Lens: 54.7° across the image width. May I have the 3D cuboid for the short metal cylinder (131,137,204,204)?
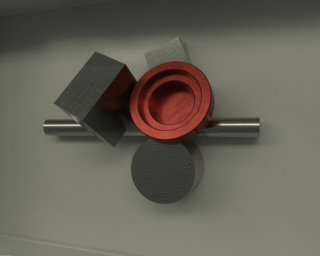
[{"bbox_3d":[0.011,0.050,0.390,0.080,0.050,0.079,0,90,19],"label":"short metal cylinder"}]

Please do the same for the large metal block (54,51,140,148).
[{"bbox_3d":[-0.069,-0.034,0.387,0.050,0.080,0.080,28,76,28],"label":"large metal block"}]

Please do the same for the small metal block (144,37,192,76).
[{"bbox_3d":[0.014,-0.082,0.404,0.050,0.025,0.050,-22,83,18],"label":"small metal block"}]

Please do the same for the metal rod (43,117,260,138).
[{"bbox_3d":[-0.024,-0.001,0.415,0.301,0.025,0.025,0,90,19],"label":"metal rod"}]

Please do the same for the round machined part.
[{"bbox_3d":[0.017,-0.027,0.373,0.098,0.042,0.098,-6,70,18],"label":"round machined part"}]
